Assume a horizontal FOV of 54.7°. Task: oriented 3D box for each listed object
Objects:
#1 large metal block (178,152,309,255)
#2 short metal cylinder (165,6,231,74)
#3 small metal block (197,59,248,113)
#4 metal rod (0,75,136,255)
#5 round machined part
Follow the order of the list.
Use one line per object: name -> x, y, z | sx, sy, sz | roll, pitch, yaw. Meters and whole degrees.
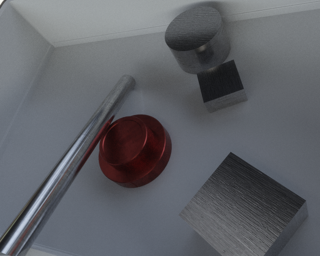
large metal block -> 0.080, 0.083, 0.296 | 0.080, 0.050, 0.080 | -49, 52, -7
short metal cylinder -> 0.054, -0.123, 0.436 | 0.080, 0.050, 0.080 | -13, 56, 20
small metal block -> 0.079, -0.053, 0.396 | 0.050, 0.025, 0.050 | -19, 54, 16
metal rod -> -0.086, 0.016, 0.359 | 0.025, 0.025, 0.301 | -9, 32, 23
round machined part -> -0.038, 0.024, 0.399 | 0.098, 0.042, 0.098 | -13, 56, 20
